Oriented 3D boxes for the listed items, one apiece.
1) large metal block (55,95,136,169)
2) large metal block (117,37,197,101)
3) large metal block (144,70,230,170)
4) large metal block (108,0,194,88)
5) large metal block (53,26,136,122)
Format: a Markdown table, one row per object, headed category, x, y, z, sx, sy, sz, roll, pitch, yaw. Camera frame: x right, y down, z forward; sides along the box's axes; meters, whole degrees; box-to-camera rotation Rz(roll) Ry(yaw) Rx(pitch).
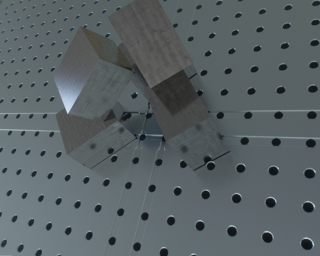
| category | x | y | z | sx | sy | sz | roll | pitch | yaw |
| --- | --- | --- | --- | --- | --- | --- | --- | --- | --- |
| large metal block | -0.092 | -0.003 | 0.440 | 0.080 | 0.050 | 0.080 | -34 | 52 | 5 |
| large metal block | -0.007 | -0.091 | 0.429 | 0.080 | 0.080 | 0.050 | -36 | 52 | 4 |
| large metal block | 0.032 | -0.009 | 0.359 | 0.050 | 0.080 | 0.080 | -30 | 52 | 9 |
| large metal block | -0.010 | -0.092 | 0.343 | 0.050 | 0.080 | 0.080 | -31 | 9 | 3 |
| large metal block | -0.086 | -0.068 | 0.393 | 0.080 | 0.050 | 0.080 | -53 | 47 | 23 |
